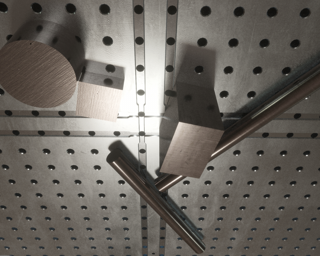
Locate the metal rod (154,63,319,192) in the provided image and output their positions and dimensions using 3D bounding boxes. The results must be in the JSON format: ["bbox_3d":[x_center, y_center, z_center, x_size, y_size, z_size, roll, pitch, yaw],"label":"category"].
[{"bbox_3d":[0.103,0.007,0.418,0.025,0.025,0.299,36,121,-27],"label":"metal rod"}]

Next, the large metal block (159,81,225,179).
[{"bbox_3d":[0.034,0.002,0.378,0.050,0.080,0.079,11,129,-10],"label":"large metal block"}]

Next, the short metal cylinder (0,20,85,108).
[{"bbox_3d":[-0.126,-0.068,0.335,0.081,0.050,0.079,0,130,0],"label":"short metal cylinder"}]

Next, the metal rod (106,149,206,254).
[{"bbox_3d":[0.006,0.139,0.530,0.025,0.025,0.300,-23,127,18],"label":"metal rod"}]

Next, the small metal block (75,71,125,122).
[{"bbox_3d":[-0.073,-0.038,0.378,0.050,0.025,0.050,11,129,-10],"label":"small metal block"}]
